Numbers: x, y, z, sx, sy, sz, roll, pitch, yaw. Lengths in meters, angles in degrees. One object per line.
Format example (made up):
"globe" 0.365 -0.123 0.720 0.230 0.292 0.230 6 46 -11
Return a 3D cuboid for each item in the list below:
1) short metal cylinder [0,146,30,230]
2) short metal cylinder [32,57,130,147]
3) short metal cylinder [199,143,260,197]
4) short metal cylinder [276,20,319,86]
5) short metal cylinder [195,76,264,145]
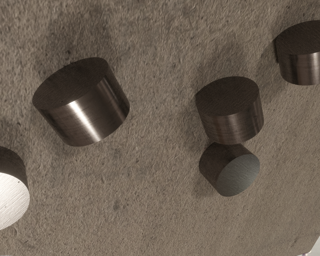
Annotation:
"short metal cylinder" -0.185 0.065 0.330 0.081 0.050 0.079 -14 125 -21
"short metal cylinder" -0.078 -0.027 0.313 0.080 0.080 0.050 -32 129 -8
"short metal cylinder" 0.109 0.061 0.491 0.081 0.050 0.079 -14 125 -21
"short metal cylinder" 0.203 -0.103 0.421 0.080 0.080 0.050 -34 129 -7
"short metal cylinder" 0.092 -0.024 0.409 0.080 0.080 0.050 -31 129 -9
